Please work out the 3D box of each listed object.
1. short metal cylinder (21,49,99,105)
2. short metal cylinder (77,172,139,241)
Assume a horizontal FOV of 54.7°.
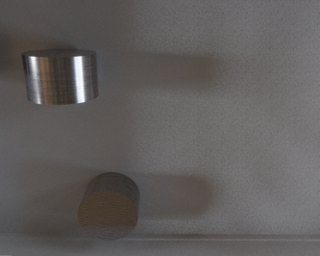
[{"bbox_3d":[-0.113,-0.062,0.358,0.081,0.080,0.050,1,110,-1],"label":"short metal cylinder"},{"bbox_3d":[-0.070,0.110,0.438,0.081,0.050,0.079,0,110,-1],"label":"short metal cylinder"}]
